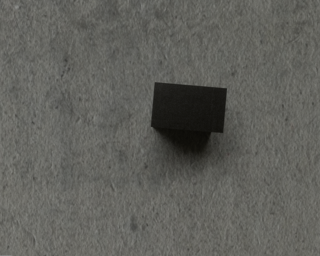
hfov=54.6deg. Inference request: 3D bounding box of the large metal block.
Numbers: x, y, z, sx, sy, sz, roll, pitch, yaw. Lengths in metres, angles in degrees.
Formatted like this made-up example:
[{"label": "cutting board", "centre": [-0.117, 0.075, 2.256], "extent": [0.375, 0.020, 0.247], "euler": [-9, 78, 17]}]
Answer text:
[{"label": "large metal block", "centre": [0.032, -0.023, 0.383], "extent": [0.080, 0.080, 0.050], "euler": [5, 90, 0]}]
